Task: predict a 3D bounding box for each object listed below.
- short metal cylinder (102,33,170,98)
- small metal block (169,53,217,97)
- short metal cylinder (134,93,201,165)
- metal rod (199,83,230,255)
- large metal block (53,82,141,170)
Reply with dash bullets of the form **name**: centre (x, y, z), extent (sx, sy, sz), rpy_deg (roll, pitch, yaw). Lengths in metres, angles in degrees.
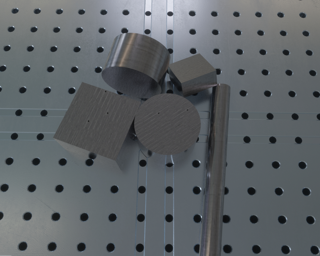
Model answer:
- **short metal cylinder**: centre (-0.031, -0.080, 0.412), extent (0.080, 0.080, 0.050), rpy_deg (13, 71, 5)
- **small metal block**: centre (0.044, -0.073, 0.428), extent (0.050, 0.025, 0.050), rpy_deg (-22, 44, -8)
- **short metal cylinder**: centre (0.009, 0.002, 0.398), extent (0.081, 0.050, 0.080), rpy_deg (0, 70, 0)
- **metal rod**: centre (0.066, 0.083, 0.381), extent (0.025, 0.025, 0.299), rpy_deg (7, 70, 2)
- **large metal block**: centre (-0.075, -0.002, 0.399), extent (0.080, 0.050, 0.080), rpy_deg (19, 71, 7)
